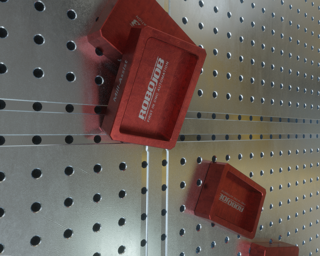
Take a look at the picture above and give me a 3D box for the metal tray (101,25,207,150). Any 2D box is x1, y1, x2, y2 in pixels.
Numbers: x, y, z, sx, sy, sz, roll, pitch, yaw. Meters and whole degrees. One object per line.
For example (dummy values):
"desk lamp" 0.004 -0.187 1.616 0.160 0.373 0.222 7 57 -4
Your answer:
"metal tray" -0.007 -0.044 0.368 0.091 0.030 0.129 12 101 -32

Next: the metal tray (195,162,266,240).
"metal tray" 0.121 0.121 0.510 0.130 0.030 0.090 34 69 -35

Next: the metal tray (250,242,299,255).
"metal tray" 0.218 0.270 0.593 0.131 0.030 0.090 17 79 -39

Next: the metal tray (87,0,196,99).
"metal tray" -0.015 -0.108 0.395 0.130 0.030 0.090 38 67 -34
